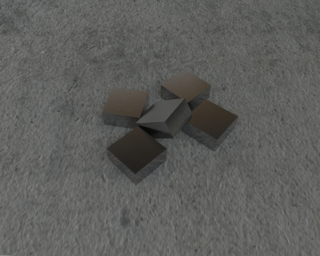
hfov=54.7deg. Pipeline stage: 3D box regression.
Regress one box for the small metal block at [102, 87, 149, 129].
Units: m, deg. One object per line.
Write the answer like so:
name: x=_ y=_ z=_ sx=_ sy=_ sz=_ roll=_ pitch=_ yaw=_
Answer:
small metal block: x=-0.046 y=-0.028 z=0.426 sx=0.050 sy=0.025 sz=0.050 roll=9 pitch=50 yaw=7

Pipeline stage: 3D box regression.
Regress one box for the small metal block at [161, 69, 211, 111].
small metal block: x=0.037 y=-0.053 z=0.448 sx=0.050 sy=0.025 sz=0.050 roll=37 pitch=59 yaw=27

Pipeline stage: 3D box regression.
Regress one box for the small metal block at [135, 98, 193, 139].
small metal block: x=0.005 y=-0.012 z=0.395 sx=0.050 sy=0.025 sz=0.050 roll=-3 pitch=35 yaw=41

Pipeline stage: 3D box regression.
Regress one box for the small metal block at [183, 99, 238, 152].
small metal block: x=0.066 y=-0.005 z=0.408 sx=0.050 sy=0.025 sz=0.050 roll=32 pitch=57 yaw=24

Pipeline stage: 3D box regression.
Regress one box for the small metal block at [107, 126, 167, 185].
small metal block: x=-0.028 y=0.032 z=0.376 sx=0.050 sy=0.025 sz=0.050 roll=-37 pitch=60 yaw=-27
